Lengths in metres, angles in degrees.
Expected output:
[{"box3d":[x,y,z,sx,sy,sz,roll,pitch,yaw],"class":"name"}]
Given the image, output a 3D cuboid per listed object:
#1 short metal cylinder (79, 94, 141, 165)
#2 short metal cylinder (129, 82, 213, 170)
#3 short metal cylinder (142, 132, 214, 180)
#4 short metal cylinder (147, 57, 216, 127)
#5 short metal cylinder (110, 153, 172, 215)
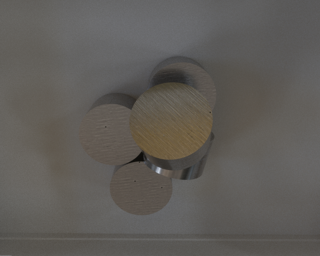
[{"box3d":[-0.057,0.001,0.395,0.081,0.050,0.079,0,110,-1],"class":"short metal cylinder"},{"box3d":[0.013,0.000,0.322,0.080,0.050,0.080,-2,70,6],"class":"short metal cylinder"},{"box3d":[0.022,0.022,0.390,0.081,0.080,0.050,13,110,-5],"class":"short metal cylinder"},{"box3d":[0.025,-0.044,0.380,0.081,0.050,0.079,0,110,-1],"class":"short metal cylinder"},{"box3d":[-0.024,0.070,0.421,0.081,0.050,0.079,0,110,-1],"class":"short metal cylinder"}]
